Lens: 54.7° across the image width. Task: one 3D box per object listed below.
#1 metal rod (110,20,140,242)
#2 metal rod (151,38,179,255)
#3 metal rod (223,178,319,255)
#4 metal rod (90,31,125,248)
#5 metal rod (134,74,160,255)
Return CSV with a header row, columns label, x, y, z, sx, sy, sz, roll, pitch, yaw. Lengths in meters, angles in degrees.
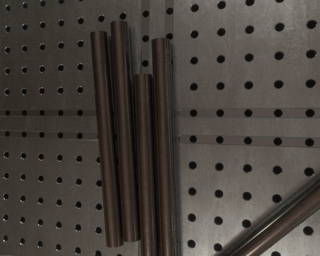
label,x,y,z,sx,sy,sz,roll,pitch,yaw
metal rod,-0.047,0.003,0.428,0.025,0.025,0.298,-4,89,19
metal rod,0.007,0.033,0.409,0.025,0.025,0.298,-3,89,19
metal rod,0.119,0.136,0.370,0.299,0.025,0.025,-45,76,14
metal rod,-0.075,0.014,0.437,0.025,0.025,0.298,-5,88,19
metal rod,-0.017,0.078,0.417,0.025,0.025,0.298,-3,89,19
